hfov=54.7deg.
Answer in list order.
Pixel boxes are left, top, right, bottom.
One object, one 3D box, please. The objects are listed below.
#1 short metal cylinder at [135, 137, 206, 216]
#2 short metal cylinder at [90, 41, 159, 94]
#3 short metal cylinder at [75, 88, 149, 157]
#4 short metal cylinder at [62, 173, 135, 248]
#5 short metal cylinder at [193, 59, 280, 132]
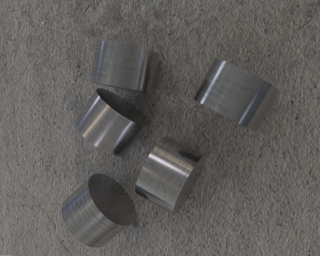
[{"bbox_3d":[0.014,0.057,0.375,0.050,0.080,0.080,27,99,18],"label":"short metal cylinder"},{"bbox_3d":[-0.044,-0.075,0.395,0.080,0.080,0.050,12,94,19],"label":"short metal cylinder"},{"bbox_3d":[-0.061,-0.008,0.401,0.080,0.080,0.050,40,103,15],"label":"short metal cylinder"},{"bbox_3d":[-0.080,0.107,0.408,0.050,0.080,0.080,-42,77,15],"label":"short metal cylinder"},{"bbox_3d":[0.085,-0.037,0.350,0.080,0.080,0.050,31,100,17],"label":"short metal cylinder"}]
